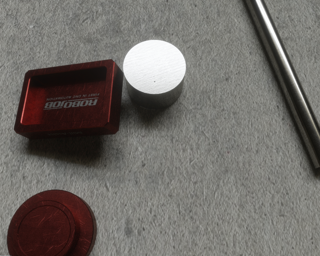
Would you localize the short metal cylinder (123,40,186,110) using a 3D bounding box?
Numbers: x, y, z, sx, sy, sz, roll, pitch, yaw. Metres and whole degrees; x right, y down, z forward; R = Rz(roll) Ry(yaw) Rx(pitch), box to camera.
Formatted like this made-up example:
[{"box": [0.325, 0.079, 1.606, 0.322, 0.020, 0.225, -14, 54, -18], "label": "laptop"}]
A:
[{"box": [-0.007, -0.071, 0.421, 0.081, 0.050, 0.080, 0, 70, -1], "label": "short metal cylinder"}]

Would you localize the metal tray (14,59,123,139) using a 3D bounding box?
[{"box": [-0.116, -0.035, 0.397, 0.130, 0.030, 0.090, -4, 69, 16], "label": "metal tray"}]

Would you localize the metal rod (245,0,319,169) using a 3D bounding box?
[{"box": [0.175, -0.088, 0.442, 0.025, 0.025, 0.299, -13, 71, -5], "label": "metal rod"}]

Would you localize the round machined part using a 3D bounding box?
[{"box": [-0.126, 0.119, 0.354, 0.099, 0.042, 0.098, 0, 70, -1], "label": "round machined part"}]
